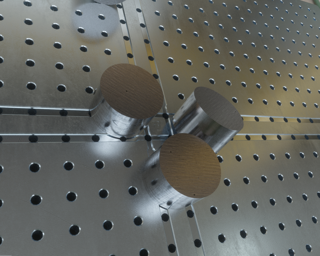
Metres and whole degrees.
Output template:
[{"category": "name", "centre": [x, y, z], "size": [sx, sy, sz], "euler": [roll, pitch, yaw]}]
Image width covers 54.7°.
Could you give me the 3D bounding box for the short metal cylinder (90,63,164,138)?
[{"category": "short metal cylinder", "centre": [-0.042, -0.034, 0.389], "size": [0.081, 0.050, 0.080], "euler": [14, 56, -21]}]

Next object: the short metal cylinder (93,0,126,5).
[{"category": "short metal cylinder", "centre": [-0.079, -0.239, 0.476], "size": [0.081, 0.080, 0.050], "euler": [3, 60, -27]}]

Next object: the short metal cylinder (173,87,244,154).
[{"category": "short metal cylinder", "centre": [0.065, -0.010, 0.418], "size": [0.080, 0.050, 0.080], "euler": [26, 35, -19]}]

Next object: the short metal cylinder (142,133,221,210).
[{"category": "short metal cylinder", "centre": [0.025, 0.053, 0.373], "size": [0.081, 0.050, 0.080], "euler": [13, 56, -21]}]
